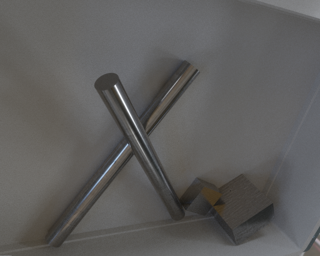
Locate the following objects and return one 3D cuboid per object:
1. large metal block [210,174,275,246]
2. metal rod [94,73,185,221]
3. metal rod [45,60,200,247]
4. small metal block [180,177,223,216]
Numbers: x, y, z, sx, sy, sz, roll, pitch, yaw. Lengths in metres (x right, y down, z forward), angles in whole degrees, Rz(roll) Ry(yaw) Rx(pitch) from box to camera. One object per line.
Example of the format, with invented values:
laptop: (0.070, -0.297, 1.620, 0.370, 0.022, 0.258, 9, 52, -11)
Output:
large metal block: (0.138, 0.139, 0.538, 0.080, 0.080, 0.050, -30, 129, -10)
metal rod: (-0.011, 0.049, 0.407, 0.025, 0.025, 0.299, -32, 137, -8)
metal rod: (-0.053, 0.039, 0.404, 0.025, 0.025, 0.299, 33, 100, -39)
small metal block: (0.069, 0.116, 0.520, 0.050, 0.025, 0.050, 28, 103, -38)
